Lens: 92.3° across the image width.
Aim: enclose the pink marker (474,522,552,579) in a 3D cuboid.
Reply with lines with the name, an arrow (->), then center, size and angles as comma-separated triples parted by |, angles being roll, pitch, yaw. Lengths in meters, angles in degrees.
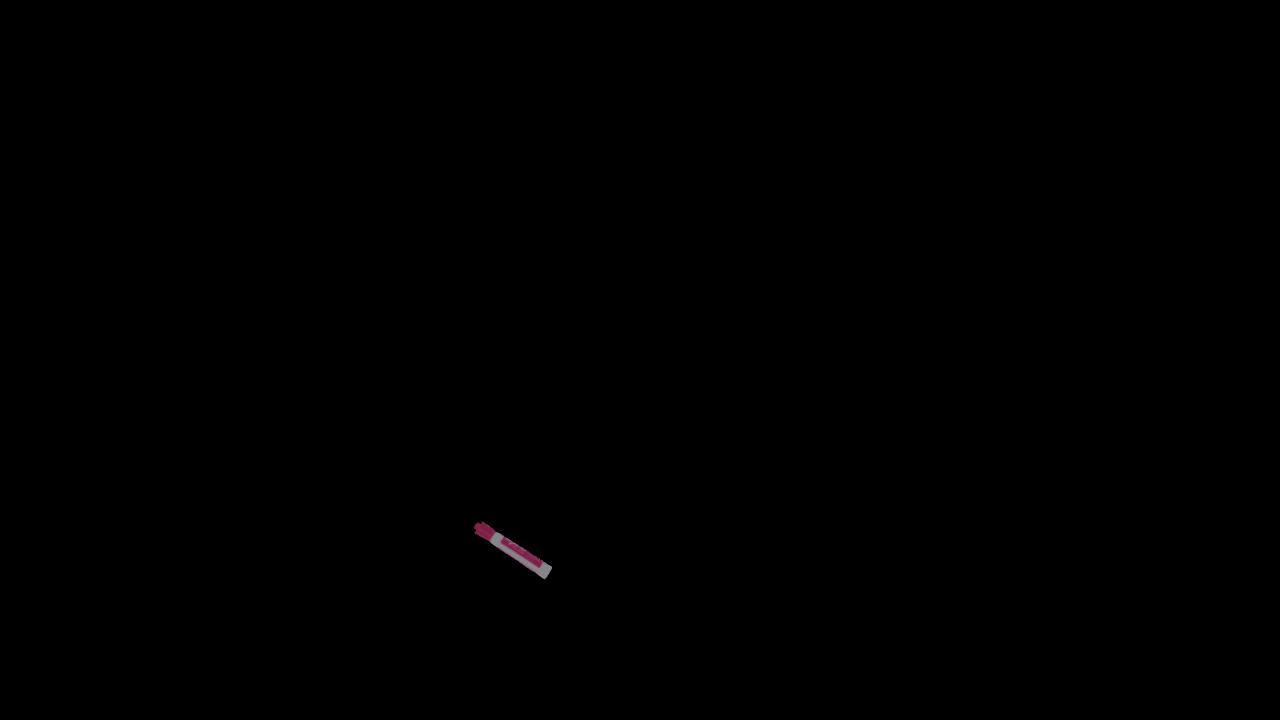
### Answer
pink marker -> -0.176, 0.260, 0.844 | 0.121, 0.020, 0.020 | 34, -1, -1
